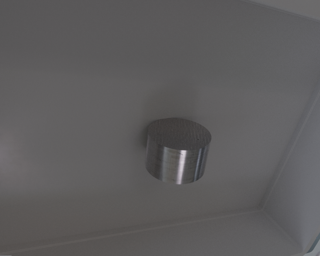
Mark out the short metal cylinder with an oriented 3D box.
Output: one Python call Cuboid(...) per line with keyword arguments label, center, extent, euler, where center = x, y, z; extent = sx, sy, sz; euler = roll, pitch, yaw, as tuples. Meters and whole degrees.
Cuboid(label="short metal cylinder", center=(0.022, 0.028, 0.402), extent=(0.081, 0.080, 0.050), euler=(-8, 122, -24))
